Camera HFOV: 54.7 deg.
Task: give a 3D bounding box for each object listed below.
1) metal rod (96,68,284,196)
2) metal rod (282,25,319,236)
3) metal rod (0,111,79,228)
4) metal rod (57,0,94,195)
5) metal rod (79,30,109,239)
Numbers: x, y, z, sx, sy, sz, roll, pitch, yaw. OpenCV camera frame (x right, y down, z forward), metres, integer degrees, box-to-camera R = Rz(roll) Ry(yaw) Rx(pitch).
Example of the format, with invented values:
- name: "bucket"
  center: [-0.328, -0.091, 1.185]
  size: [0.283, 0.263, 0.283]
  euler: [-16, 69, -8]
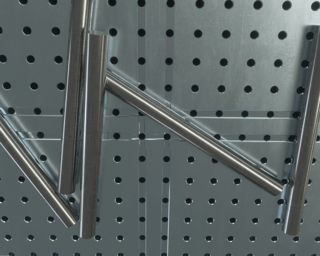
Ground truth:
- name: "metal rod"
  center: [0.045, 0.009, 0.417]
  size: [0.301, 0.025, 0.025]
  euler: [32, 107, -12]
- name: "metal rod"
  center: [0.199, 0.017, 0.422]
  size: [0.025, 0.025, 0.298]
  euler: [0, 110, 0]
- name: "metal rod"
  center: [-0.202, 0.017, 0.416]
  size: [0.025, 0.025, 0.299]
  euler: [-27, 108, 9]
- name: "metal rod"
  center: [-0.108, -0.049, 0.393]
  size: [0.025, 0.025, 0.298]
  euler: [9, 110, -4]
- name: "metal rod"
  center: [-0.090, 0.027, 0.405]
  size: [0.025, 0.025, 0.298]
  euler: [8, 116, -3]
